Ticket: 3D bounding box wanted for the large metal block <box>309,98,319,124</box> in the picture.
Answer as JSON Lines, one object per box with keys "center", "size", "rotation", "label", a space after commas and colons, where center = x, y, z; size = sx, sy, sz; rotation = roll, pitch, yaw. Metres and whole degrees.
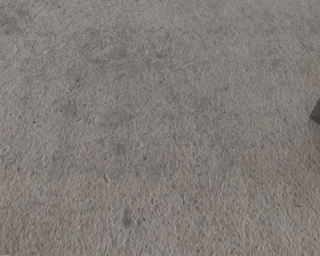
{"center": [0.265, -0.026, 0.410], "size": [0.081, 0.050, 0.080], "rotation": [-31, 57, -24], "label": "large metal block"}
